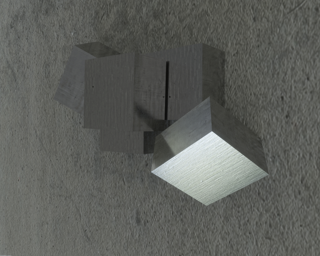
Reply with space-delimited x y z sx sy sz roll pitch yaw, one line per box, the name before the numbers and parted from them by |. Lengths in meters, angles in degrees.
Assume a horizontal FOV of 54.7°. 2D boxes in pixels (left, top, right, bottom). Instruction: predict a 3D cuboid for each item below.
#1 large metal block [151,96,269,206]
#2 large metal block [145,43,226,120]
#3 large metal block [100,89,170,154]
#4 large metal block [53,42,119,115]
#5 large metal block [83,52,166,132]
large metal block | 0.050 0.027 0.320 0.080 0.080 0.050 -38 29 33
large metal block | 0.029 -0.049 0.365 0.080 0.050 0.079 0 90 39
large metal block | -0.034 -0.009 0.414 0.080 0.050 0.079 0 90 39
large metal block | -0.095 -0.072 0.438 0.050 0.080 0.080 29 112 1
large metal block | -0.041 -0.038 0.354 0.080 0.050 0.079 3 92 39
